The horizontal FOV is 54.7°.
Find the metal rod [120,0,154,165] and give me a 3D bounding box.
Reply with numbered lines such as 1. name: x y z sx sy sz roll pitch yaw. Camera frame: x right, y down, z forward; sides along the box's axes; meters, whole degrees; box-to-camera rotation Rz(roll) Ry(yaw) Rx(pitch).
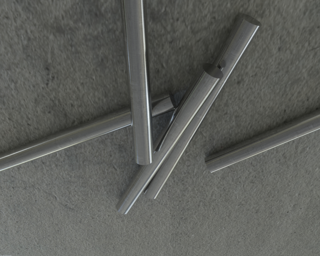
1. metal rod: -0.024 -0.084 0.314 0.025 0.025 0.298 -1 124 1

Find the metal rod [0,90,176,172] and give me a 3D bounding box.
1. metal rod: -0.122 0.013 0.416 0.301 0.025 0.025 -19 128 15

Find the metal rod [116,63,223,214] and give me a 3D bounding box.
1. metal rod: -0.003 0.036 0.423 0.025 0.025 0.298 18 132 -15

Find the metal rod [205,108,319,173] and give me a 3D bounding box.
1. metal rod: 0.198 -0.008 0.403 0.300 0.025 0.025 -26 126 20

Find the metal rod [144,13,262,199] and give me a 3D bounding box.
1. metal rod: 0.039 -0.004 0.404 0.025 0.025 0.298 16 128 -14
